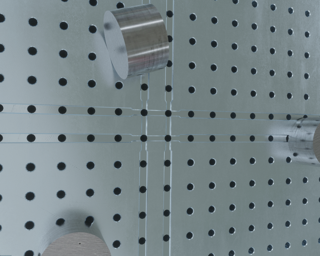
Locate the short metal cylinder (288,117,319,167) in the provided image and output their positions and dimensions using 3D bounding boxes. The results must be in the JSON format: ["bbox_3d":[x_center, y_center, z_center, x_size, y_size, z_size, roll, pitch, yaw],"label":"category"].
[{"bbox_3d":[0.255,0.022,0.493,0.081,0.050,0.079,0,90,-20],"label":"short metal cylinder"}]

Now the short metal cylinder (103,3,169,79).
[{"bbox_3d":[-0.030,-0.104,0.372,0.050,0.080,0.080,-19,97,-19],"label":"short metal cylinder"}]

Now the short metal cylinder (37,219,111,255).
[{"bbox_3d":[-0.101,0.154,0.362,0.081,0.050,0.079,0,90,-20],"label":"short metal cylinder"}]
